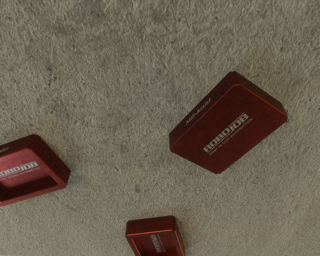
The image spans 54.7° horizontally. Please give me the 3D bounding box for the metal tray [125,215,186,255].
[{"bbox_3d":[-0.005,0.221,0.591,0.090,0.030,0.129,-9,130,7],"label":"metal tray"}]

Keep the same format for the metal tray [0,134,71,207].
[{"bbox_3d":[-0.213,0.066,0.457,0.130,0.030,0.090,-18,128,14],"label":"metal tray"}]

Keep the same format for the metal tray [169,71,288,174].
[{"bbox_3d":[0.084,-0.001,0.404,0.090,0.030,0.129,28,125,-22],"label":"metal tray"}]
